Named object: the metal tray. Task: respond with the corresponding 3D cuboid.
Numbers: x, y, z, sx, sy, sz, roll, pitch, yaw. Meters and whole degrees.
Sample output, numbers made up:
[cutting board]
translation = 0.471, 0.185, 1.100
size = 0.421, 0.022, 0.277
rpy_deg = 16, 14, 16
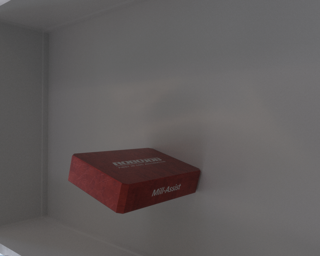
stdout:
[metal tray]
translation = -0.026, 0.054, 0.361
size = 0.090, 0.131, 0.030
rpy_deg = 20, 103, 38
